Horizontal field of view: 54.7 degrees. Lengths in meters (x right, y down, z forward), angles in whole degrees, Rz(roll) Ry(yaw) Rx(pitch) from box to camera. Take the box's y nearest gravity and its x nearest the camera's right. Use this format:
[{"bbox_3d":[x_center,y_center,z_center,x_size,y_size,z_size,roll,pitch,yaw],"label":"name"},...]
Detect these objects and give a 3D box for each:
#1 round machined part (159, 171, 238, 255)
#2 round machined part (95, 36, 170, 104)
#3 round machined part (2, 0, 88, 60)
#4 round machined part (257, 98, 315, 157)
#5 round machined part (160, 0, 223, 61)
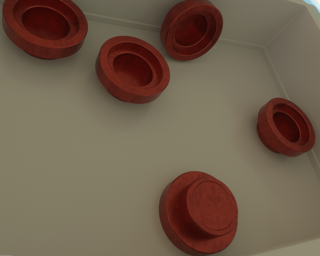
[{"bbox_3d":[0.052,0.096,0.366,0.099,0.042,0.098,14,56,-21],"label":"round machined part"},{"bbox_3d":[-0.040,-0.073,0.420,0.099,0.042,0.098,14,56,-21],"label":"round machined part"},{"bbox_3d":[-0.146,-0.126,0.394,0.099,0.042,0.098,14,56,-21],"label":"round machined part"},{"bbox_3d":[0.198,0.003,0.503,0.099,0.042,0.098,14,56,-21],"label":"round machined part"},{"bbox_3d":[0.045,-0.157,0.484,0.099,0.097,0.042,-5,48,-31],"label":"round machined part"}]
